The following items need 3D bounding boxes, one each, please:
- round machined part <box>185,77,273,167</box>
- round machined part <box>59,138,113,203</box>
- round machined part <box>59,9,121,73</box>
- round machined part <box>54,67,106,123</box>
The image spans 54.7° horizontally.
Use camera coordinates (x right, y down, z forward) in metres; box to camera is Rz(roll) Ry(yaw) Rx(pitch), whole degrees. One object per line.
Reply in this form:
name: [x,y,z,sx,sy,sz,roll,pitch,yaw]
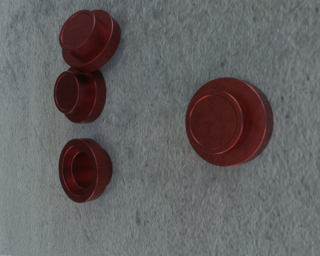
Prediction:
round machined part: [0.067,-0.007,0.337,0.098,0.042,0.097,0,90,39]
round machined part: [-0.112,0.064,0.484,0.098,0.042,0.097,0,90,39]
round machined part: [-0.111,-0.136,0.463,0.098,0.042,0.098,-11,67,26]
round machined part: [-0.136,-0.056,0.503,0.098,0.042,0.097,0,90,39]
